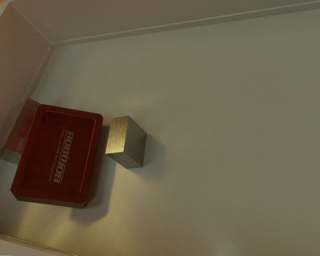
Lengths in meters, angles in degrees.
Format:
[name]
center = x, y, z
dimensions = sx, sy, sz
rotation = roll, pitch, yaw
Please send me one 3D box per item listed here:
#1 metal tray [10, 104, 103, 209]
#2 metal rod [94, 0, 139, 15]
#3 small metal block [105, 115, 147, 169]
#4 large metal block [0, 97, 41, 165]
[metal tray]
center = -0.133, 0.036, 0.417
dimensions = 0.091, 0.030, 0.130
rotation = 10, 61, -8
[metal rod]
center = 0.014, -0.268, 0.563
dimensions = 0.301, 0.025, 0.025
rotation = -13, 57, 20
[small metal block]
center = -0.042, 0.019, 0.398
dimensions = 0.025, 0.050, 0.050
rotation = -8, 58, 24
[large metal block]
center = -0.208, 0.009, 0.473
dimensions = 0.080, 0.050, 0.080
rotation = -16, 51, 48
